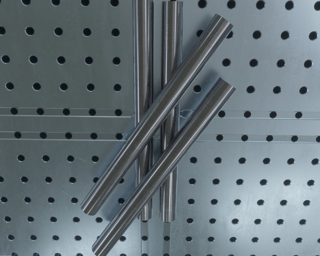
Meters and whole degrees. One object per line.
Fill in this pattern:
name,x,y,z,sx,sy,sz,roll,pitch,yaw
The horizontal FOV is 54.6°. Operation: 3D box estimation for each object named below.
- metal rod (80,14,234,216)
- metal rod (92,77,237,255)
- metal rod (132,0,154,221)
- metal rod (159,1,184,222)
metal rod,-0.013,-0.004,0.386,0.025,0.025,0.299,33,107,-11
metal rod,-0.003,0.062,0.409,0.025,0.025,0.299,33,106,-11
metal rod,-0.022,-0.010,0.410,0.025,0.025,0.298,1,110,0
metal rod,0.013,-0.007,0.411,0.025,0.025,0.298,1,110,0
